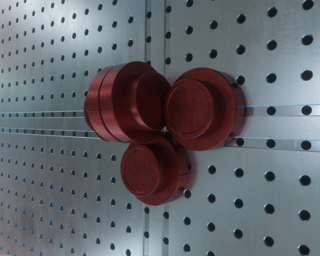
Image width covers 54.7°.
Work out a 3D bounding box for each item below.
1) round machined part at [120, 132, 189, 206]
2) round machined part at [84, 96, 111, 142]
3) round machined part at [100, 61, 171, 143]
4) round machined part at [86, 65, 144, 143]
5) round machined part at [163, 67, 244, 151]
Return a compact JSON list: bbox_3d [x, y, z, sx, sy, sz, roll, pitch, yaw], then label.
[{"bbox_3d":[-0.014,0.054,0.407,0.098,0.042,0.097,0,90,39],"label":"round machined part"},{"bbox_3d":[-0.075,-0.027,0.457,0.098,0.042,0.097,0,90,39],"label":"round machined part"},{"bbox_3d":[-0.020,-0.031,0.369,0.042,0.099,0.097,-1,90,40],"label":"round machined part"},{"bbox_3d":[-0.054,-0.030,0.396,0.042,0.099,0.097,2,91,40],"label":"round machined part"},{"bbox_3d":[0.043,-0.022,0.360,0.098,0.042,0.097,0,90,39],"label":"round machined part"}]
